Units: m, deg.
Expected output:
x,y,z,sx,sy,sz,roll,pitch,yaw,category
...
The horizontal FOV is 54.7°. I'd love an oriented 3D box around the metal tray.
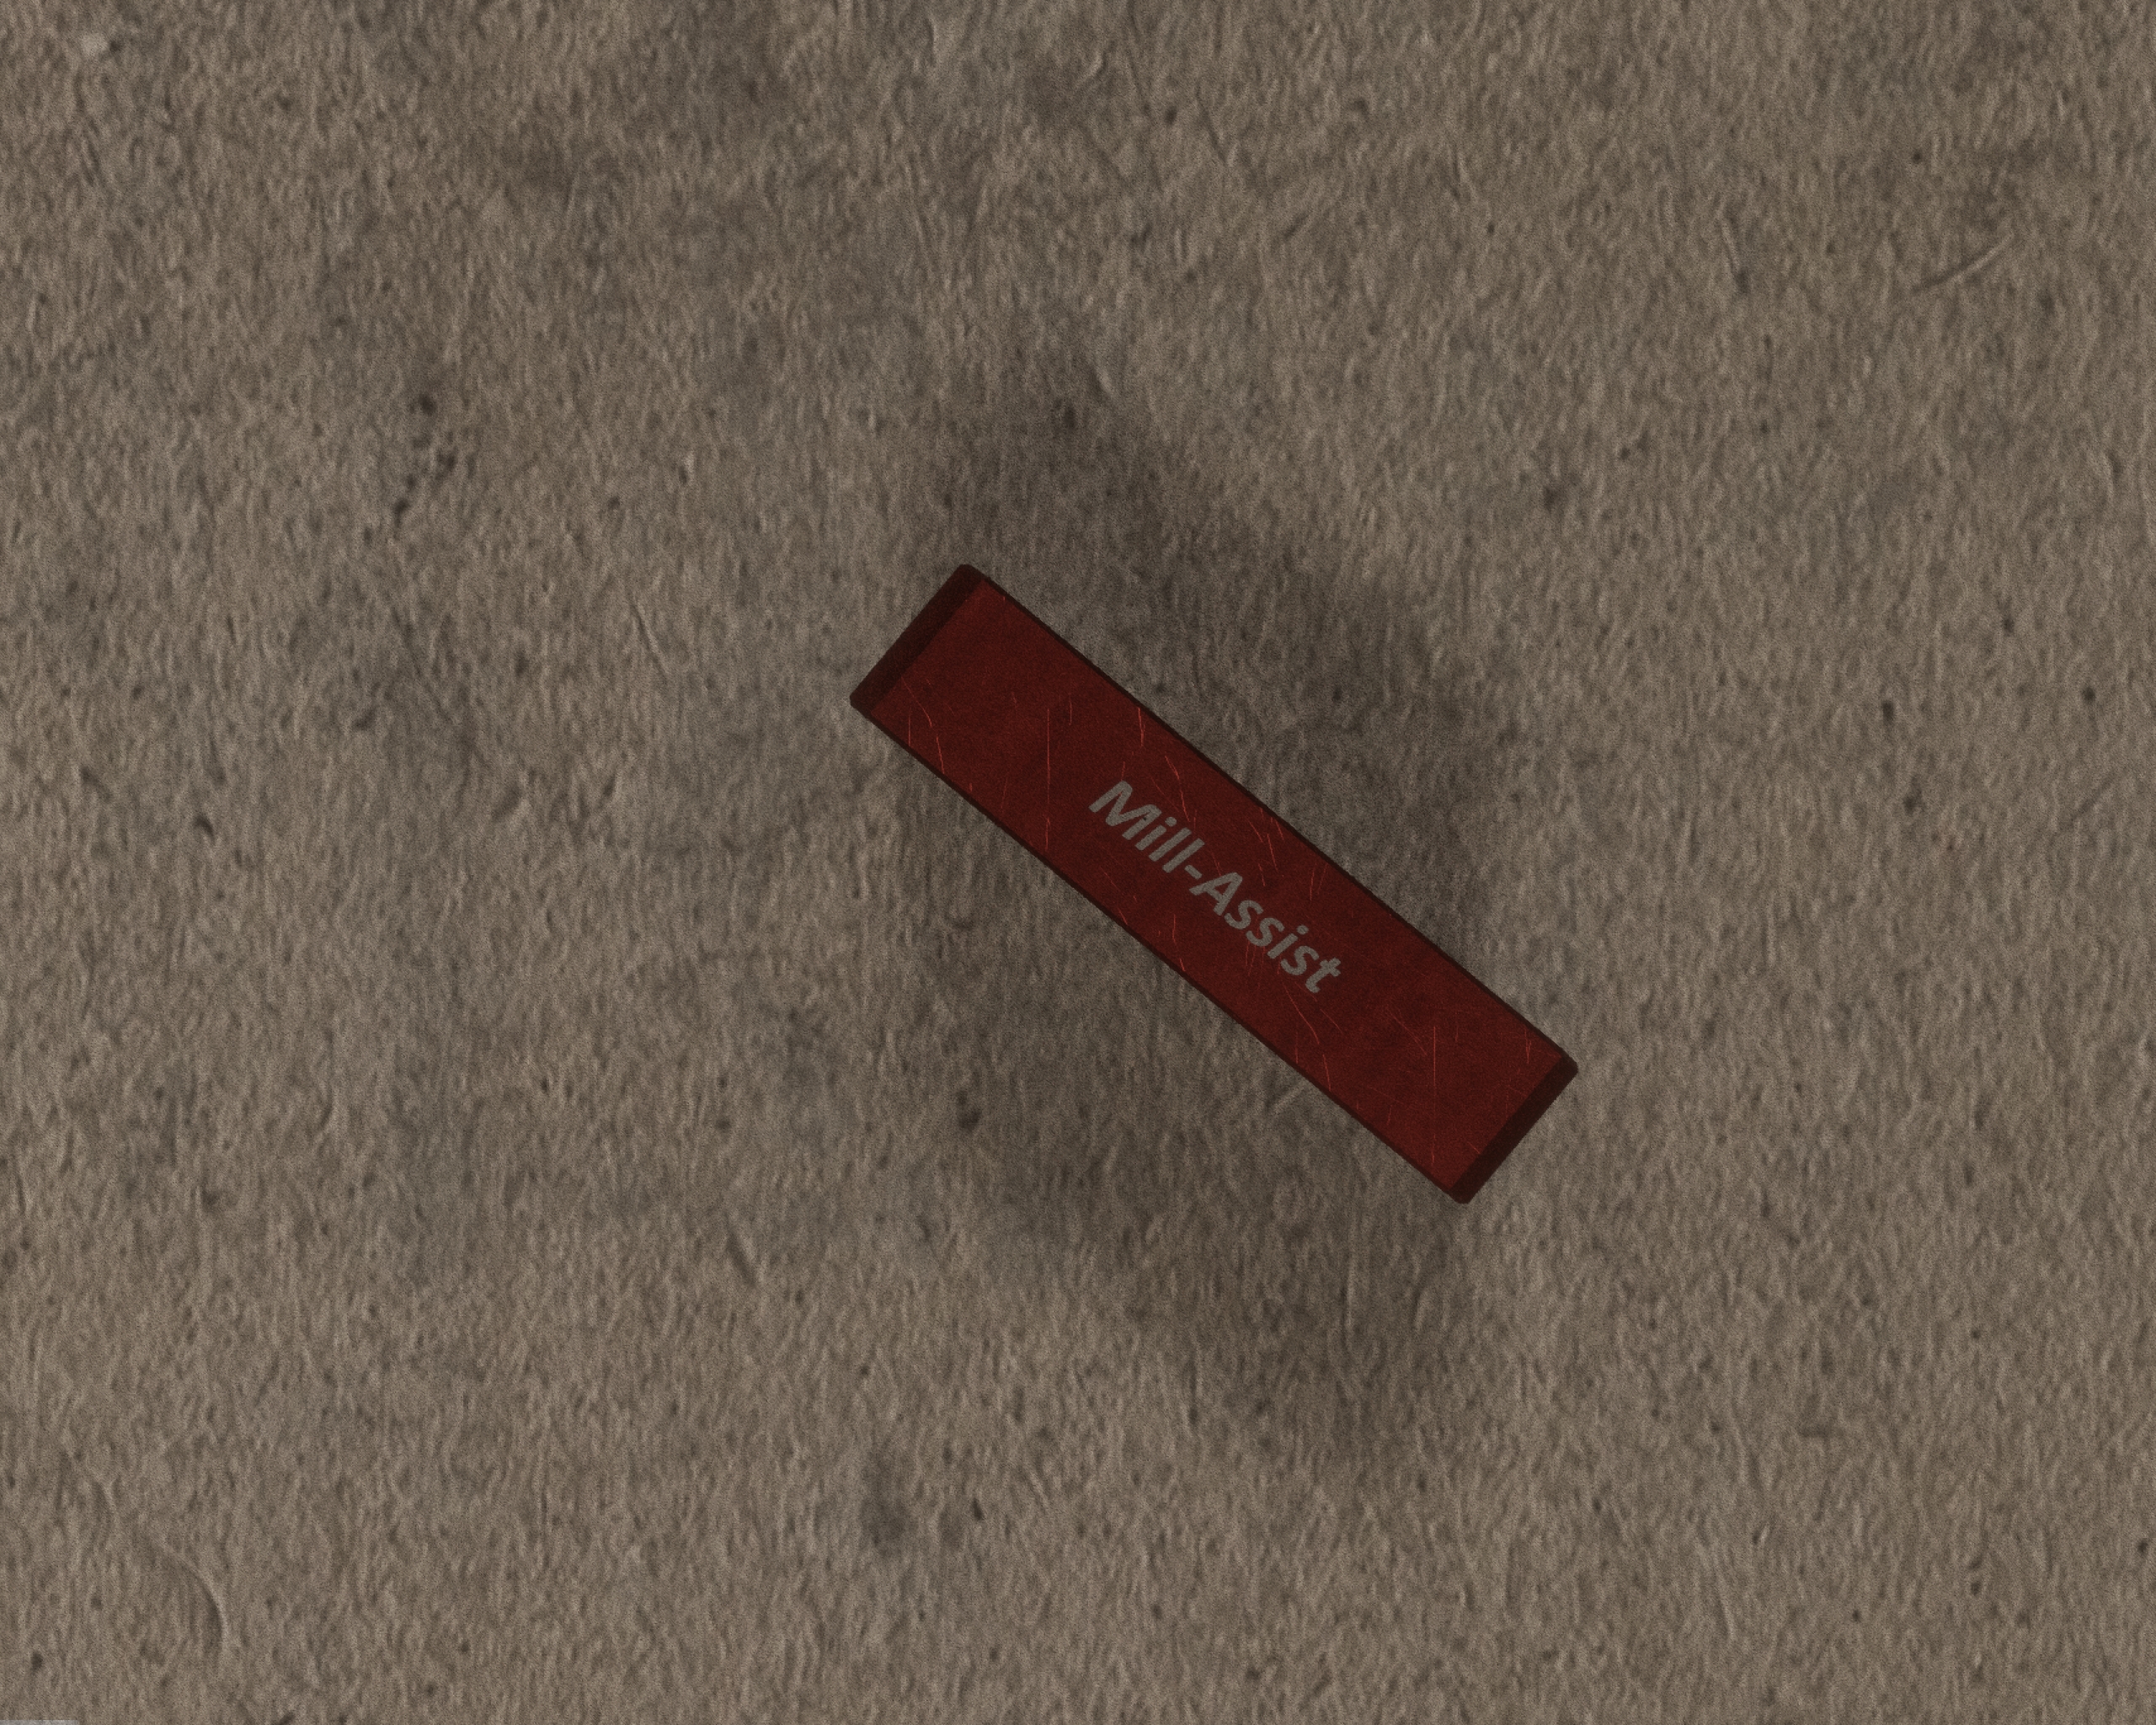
x,y,z,sx,sy,sz,roll,pitch,yaw,category
0.022,0.003,0.379,0.130,0.090,0.030,39,90,-1,metal tray
